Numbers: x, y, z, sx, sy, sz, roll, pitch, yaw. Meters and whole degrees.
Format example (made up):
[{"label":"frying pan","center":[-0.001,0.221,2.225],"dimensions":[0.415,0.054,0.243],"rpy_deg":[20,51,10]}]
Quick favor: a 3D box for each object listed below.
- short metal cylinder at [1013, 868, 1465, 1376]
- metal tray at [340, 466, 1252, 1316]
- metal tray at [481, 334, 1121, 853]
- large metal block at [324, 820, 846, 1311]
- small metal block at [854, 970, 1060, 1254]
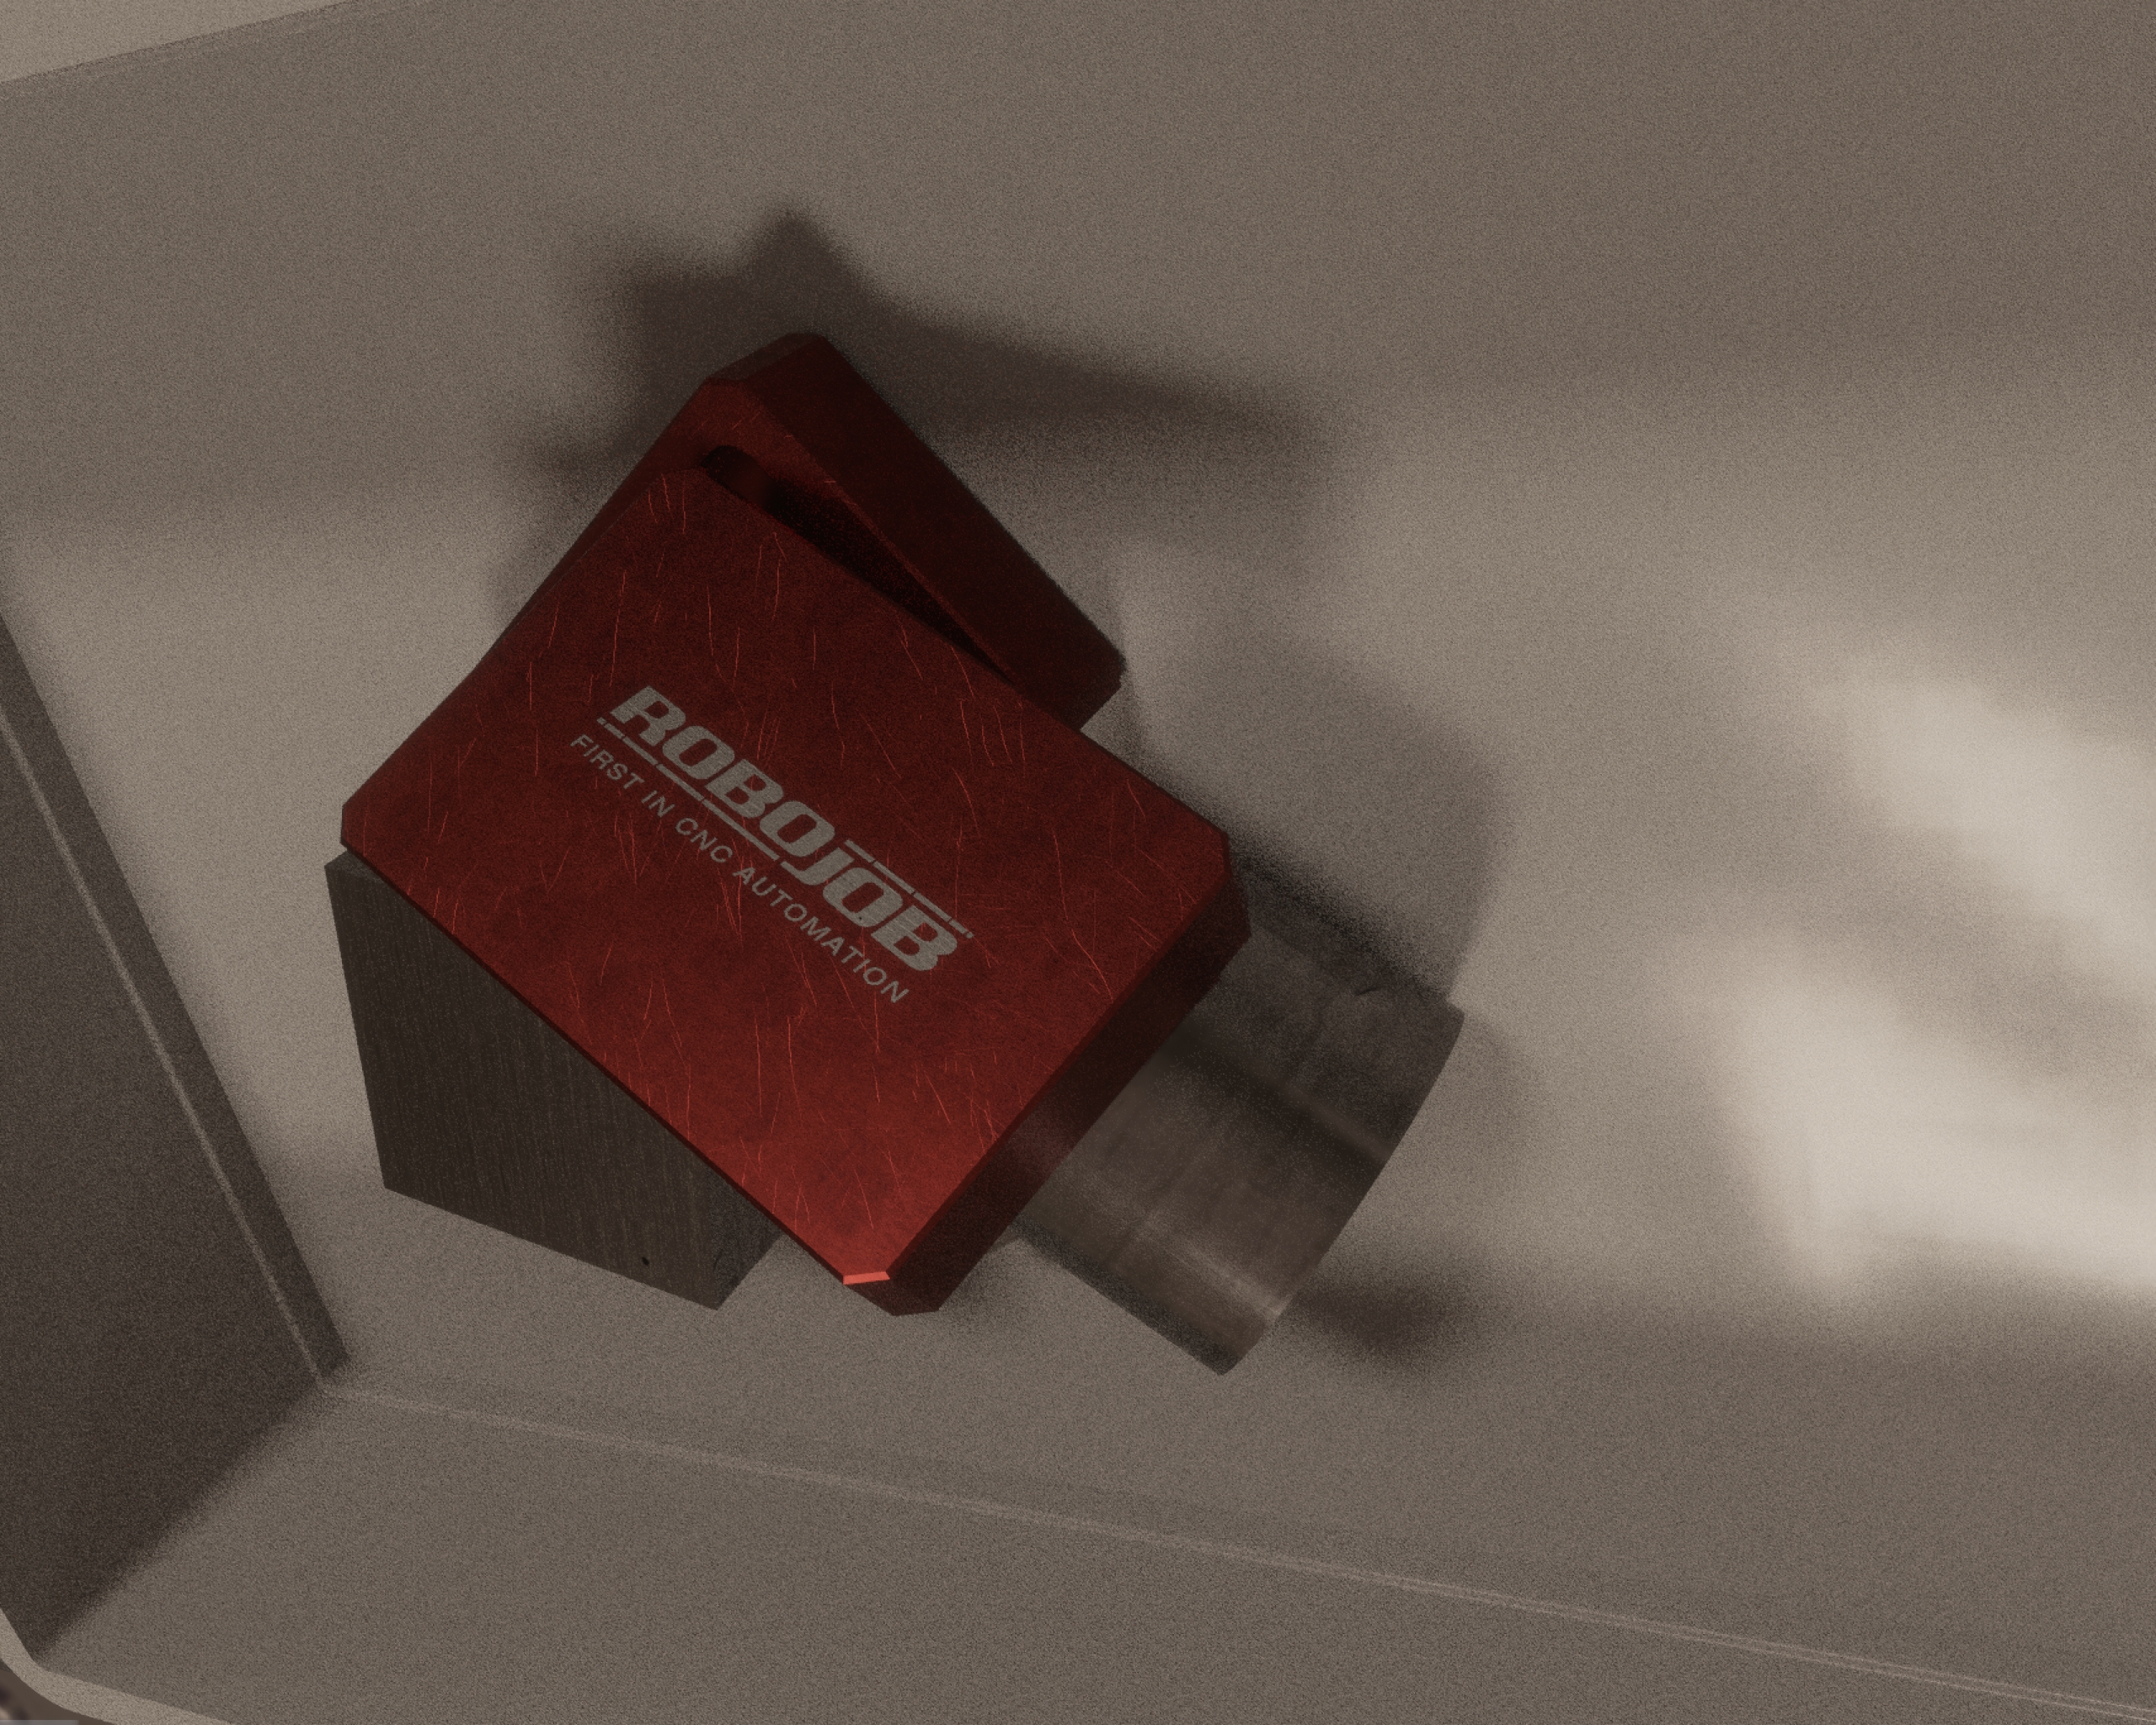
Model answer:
[{"label":"short metal cylinder","center":[0.027,0.046,0.385],"dimensions":[0.050,0.080,0.079],"rpy_deg":[34,129,5]},{"label":"metal tray","center":[-0.048,0.001,0.352],"dimensions":[0.130,0.090,0.030],"rpy_deg":[36,168,22]},{"label":"metal tray","center":[-0.065,-0.030,0.417],"dimensions":[0.090,0.030,0.129],"rpy_deg":[47,129,-5]},{"label":"large metal block","center":[-0.095,0.032,0.417],"dimensions":[0.080,0.050,0.079],"rpy_deg":[15,125,19]},{"label":"small metal block","center":[-0.017,0.051,0.446],"dimensions":[0.050,0.025,0.050],"rpy_deg":[-32,101,38]}]
